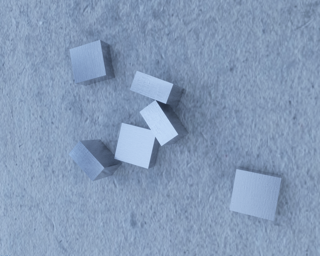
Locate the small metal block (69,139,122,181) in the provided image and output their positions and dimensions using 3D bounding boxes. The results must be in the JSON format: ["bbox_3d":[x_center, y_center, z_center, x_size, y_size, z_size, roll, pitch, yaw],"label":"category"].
[{"bbox_3d":[-0.087,0.043,0.425,0.050,0.050,0.025,45,104,14],"label":"small metal block"}]

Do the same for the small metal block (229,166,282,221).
[{"bbox_3d":[0.114,0.077,0.369,0.050,0.025,0.050,10,93,19],"label":"small metal block"}]

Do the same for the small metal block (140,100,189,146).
[{"bbox_3d":[0.007,-0.006,0.393,0.025,0.050,0.050,-36,79,16],"label":"small metal block"}]

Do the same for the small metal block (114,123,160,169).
[{"bbox_3d":[-0.029,0.023,0.418,0.050,0.025,0.050,14,95,19],"label":"small metal block"}]

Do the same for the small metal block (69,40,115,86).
[{"bbox_3d":[-0.097,-0.092,0.442,0.050,0.025,0.050,-11,86,19],"label":"small metal block"}]

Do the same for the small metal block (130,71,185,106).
[{"bbox_3d":[-0.002,-0.049,0.396,0.050,0.050,0.025,23,98,18],"label":"small metal block"}]
